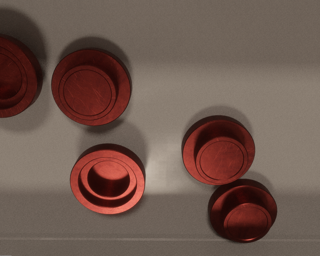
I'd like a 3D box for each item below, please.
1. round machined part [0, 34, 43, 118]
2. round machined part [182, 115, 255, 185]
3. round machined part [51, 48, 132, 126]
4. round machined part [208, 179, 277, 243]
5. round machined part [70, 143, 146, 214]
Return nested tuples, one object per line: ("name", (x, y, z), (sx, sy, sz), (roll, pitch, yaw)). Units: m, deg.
("round machined part", (-0.192, -0.065, 0.376), (0.099, 0.042, 0.097), (0, 110, -1))
("round machined part", (0.079, 0.035, 0.417), (0.099, 0.042, 0.097), (0, 110, -1))
("round machined part", (-0.086, -0.048, 0.383), (0.099, 0.042, 0.097), (0, 110, -1))
("round machined part", (0.122, 0.127, 0.451), (0.099, 0.042, 0.097), (0, 110, -1))
("round machined part", (-0.069, 0.065, 0.425), (0.099, 0.042, 0.097), (0, 110, -1))
